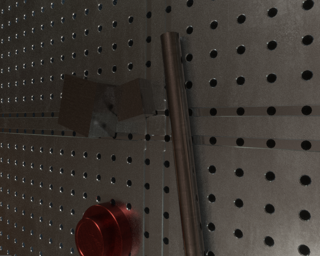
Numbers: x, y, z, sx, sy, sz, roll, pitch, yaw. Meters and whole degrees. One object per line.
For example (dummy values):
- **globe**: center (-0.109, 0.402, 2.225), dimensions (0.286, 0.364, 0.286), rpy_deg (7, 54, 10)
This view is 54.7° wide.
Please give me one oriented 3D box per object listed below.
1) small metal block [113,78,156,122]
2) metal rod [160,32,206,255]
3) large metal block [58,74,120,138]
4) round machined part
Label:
- **small metal block**: center (-0.036, -0.038, 0.437), dimensions (0.050, 0.025, 0.050), rpy_deg (-15, 81, 38)
- **metal rod**: center (0.029, 0.029, 0.383), dimensions (0.025, 0.025, 0.298), rpy_deg (-10, 84, 39)
- **large metal block**: center (-0.109, -0.035, 0.480), dimensions (0.080, 0.050, 0.079), rpy_deg (19, 102, 38)
- **round machined part**: center (-0.092, 0.167, 0.472), dimensions (0.098, 0.042, 0.097), rpy_deg (0, 90, 39)
